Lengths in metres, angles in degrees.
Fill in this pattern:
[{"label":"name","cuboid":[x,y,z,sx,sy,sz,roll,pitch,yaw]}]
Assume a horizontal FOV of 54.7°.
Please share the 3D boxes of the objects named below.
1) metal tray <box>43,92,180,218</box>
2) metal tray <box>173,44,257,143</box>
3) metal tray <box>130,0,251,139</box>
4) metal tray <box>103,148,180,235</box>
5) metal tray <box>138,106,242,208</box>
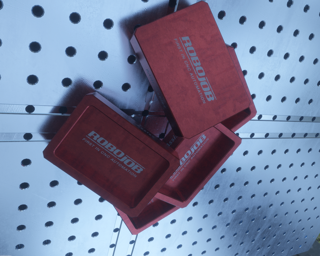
[{"label":"metal tray","cuboid":[-0.054,0.031,0.359,0.130,0.030,0.090,37,98,-9]},{"label":"metal tray","cuboid":[0.075,-0.041,0.425,0.090,0.030,0.130,-37,130,-4]},{"label":"metal tray","cuboid":[0.035,-0.064,0.350,0.091,0.030,0.129,-27,98,-12]},{"label":"metal tray","cuboid":[-0.026,0.090,0.451,0.090,0.030,0.129,-29,129,-10]},{"label":"metal tray","cuboid":[0.039,0.041,0.418,0.090,0.030,0.130,33,100,-39]}]
